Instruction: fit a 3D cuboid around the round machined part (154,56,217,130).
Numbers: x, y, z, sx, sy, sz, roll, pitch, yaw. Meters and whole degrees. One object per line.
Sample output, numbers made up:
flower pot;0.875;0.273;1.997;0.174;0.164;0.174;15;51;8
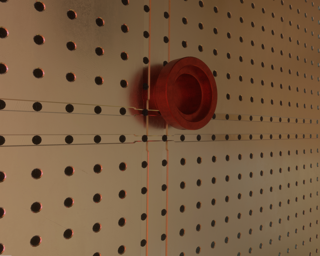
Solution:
round machined part;0.031;-0.046;0.426;0.099;0.042;0.097;0;90;-40
